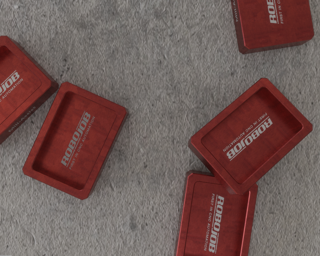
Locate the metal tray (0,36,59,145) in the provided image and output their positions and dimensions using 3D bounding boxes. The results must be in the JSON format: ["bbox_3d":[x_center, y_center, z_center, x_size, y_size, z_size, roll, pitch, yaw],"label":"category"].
[{"bbox_3d":[-0.213,-0.043,0.405,0.130,0.030,0.090,-44,90,0],"label":"metal tray"}]

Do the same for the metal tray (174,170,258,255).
[{"bbox_3d":[0.072,0.127,0.407,0.091,0.030,0.129,8,90,0],"label":"metal tray"}]

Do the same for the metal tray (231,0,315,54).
[{"bbox_3d":[0.143,-0.170,0.408,0.091,0.030,0.129,-9,90,0],"label":"metal tray"}]

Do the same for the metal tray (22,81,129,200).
[{"bbox_3d":[-0.108,0.016,0.406,0.090,0.030,0.129,24,90,0],"label":"metal tray"}]

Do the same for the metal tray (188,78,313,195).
[{"bbox_3d":[0.112,0.010,0.390,0.130,0.030,0.090,-39,82,-10],"label":"metal tray"}]
